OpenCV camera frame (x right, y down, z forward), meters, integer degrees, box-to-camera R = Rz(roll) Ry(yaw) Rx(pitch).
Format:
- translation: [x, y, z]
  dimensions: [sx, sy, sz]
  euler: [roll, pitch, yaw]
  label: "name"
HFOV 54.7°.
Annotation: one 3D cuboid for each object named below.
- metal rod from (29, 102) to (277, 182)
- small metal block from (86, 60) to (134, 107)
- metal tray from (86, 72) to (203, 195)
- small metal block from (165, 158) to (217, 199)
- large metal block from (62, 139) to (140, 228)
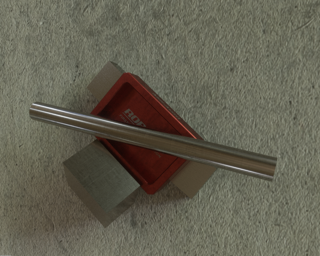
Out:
- translation: [-0.024, 0.010, 0.359]
  dimensions: [0.301, 0.025, 0.025]
  euler: [13, 94, 19]
  label: "metal rod"
- translation: [-0.065, -0.057, 0.432]
  dimensions: [0.050, 0.025, 0.050]
  euler: [46, 104, 14]
  label: "small metal block"
- translation: [-0.021, 0.006, 0.387]
  dimensions: [0.130, 0.030, 0.090]
  euler: [45, 104, 14]
  label: "metal tray"
- translation: [0.039, 0.053, 0.396]
  dimensions: [0.050, 0.025, 0.050]
  euler: [40, 102, 15]
  label: "small metal block"
- translation: [-0.076, 0.073, 0.397]
  dimensions: [0.050, 0.080, 0.080]
  euler: [-38, 74, -27]
  label: "large metal block"
